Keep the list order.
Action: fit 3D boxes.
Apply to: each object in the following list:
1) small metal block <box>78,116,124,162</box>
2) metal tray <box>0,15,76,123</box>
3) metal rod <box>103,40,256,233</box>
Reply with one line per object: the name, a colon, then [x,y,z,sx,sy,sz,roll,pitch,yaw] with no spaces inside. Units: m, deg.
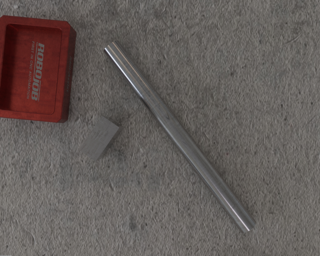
small metal block: [-0.073,0.013,0.397,0.025,0.050,0.050,35,90,0]
metal tray: [-0.164,-0.075,0.405,0.091,0.030,0.129,5,90,0]
metal rod: [0.026,0.011,0.410,0.025,0.025,0.299,-37,90,0]
